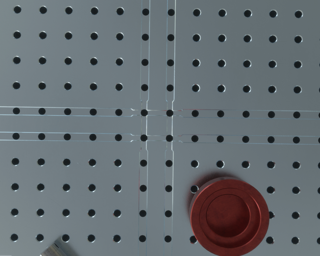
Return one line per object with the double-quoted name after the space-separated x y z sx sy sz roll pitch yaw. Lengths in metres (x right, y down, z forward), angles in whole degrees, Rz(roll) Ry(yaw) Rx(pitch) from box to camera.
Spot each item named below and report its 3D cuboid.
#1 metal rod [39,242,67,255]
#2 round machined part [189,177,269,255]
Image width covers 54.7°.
-0.052 0.273 0.412 0.025 0.025 0.300 -41 90 0 "metal rod"
0.087 0.112 0.405 0.099 0.042 0.097 0 90 0 "round machined part"
